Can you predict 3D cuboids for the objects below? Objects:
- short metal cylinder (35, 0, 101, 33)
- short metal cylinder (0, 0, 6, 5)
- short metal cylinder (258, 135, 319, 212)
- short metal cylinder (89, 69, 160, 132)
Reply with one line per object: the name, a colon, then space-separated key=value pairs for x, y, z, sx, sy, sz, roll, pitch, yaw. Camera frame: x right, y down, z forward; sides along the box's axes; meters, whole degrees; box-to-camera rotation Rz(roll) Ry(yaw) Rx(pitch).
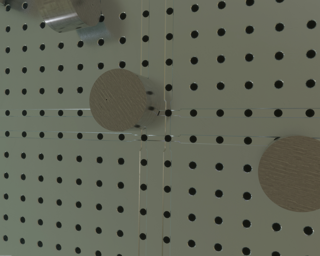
short metal cylinder: x=-0.124 y=-0.176 z=0.426 sx=0.050 sy=0.080 sz=0.080 roll=-5 pitch=89 yaw=20
short metal cylinder: x=-0.278 y=-0.231 z=0.479 sx=0.080 sy=0.080 sz=0.050 roll=21 pitch=97 yaw=18
short metal cylinder: x=0.153 y=0.048 z=0.346 sx=0.080 sy=0.050 sz=0.079 roll=0 pitch=90 yaw=19
short metal cylinder: x=-0.046 y=-0.035 z=0.414 sx=0.080 sy=0.050 sz=0.079 roll=0 pitch=90 yaw=19
